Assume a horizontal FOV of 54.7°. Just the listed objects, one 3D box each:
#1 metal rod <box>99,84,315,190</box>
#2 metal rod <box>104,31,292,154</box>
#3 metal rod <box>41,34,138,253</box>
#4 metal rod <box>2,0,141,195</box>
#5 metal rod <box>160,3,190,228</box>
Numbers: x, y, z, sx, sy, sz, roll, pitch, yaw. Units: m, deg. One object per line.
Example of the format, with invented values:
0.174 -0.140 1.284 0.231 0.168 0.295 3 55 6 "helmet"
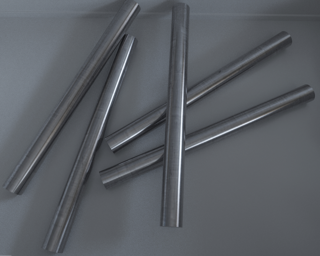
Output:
0.067 0.008 0.406 0.302 0.025 0.025 -23 72 -8 "metal rod"
0.060 -0.054 0.429 0.301 0.025 0.025 -32 73 -11 "metal rod"
-0.084 0.005 0.406 0.025 0.025 0.299 15 71 5 "metal rod"
-0.110 -0.051 0.414 0.025 0.025 0.300 27 77 9 "metal rod"
0.021 -0.031 0.393 0.025 0.025 0.299 3 70 1 "metal rod"
